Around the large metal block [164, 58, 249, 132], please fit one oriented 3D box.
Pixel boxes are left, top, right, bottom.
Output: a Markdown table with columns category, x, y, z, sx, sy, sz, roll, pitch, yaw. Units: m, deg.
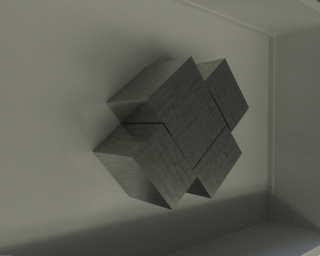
| category | x | y | z | sx | sy | sz | roll | pitch | yaw |
| --- | --- | --- | --- | --- | --- | --- | --- | --- | --- |
| large metal block | 0.061 | -0.042 | 0.423 | 0.050 | 0.080 | 0.080 | -49 | 119 | -29 |

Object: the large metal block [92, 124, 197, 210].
| category | x | y | z | sx | sy | sz | roll | pitch | yaw |
| --- | --- | --- | --- | --- | --- | --- | --- | --- | --- |
| large metal block | -0.018 | 0.041 | 0.357 | 0.050 | 0.080 | 0.080 | -49 | 119 | -29 |

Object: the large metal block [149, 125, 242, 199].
| category | x | y | z | sx | sy | sz | roll | pitch | yaw |
| --- | --- | --- | --- | --- | --- | --- | --- | --- | --- |
| large metal block | 0.048 | 0.040 | 0.412 | 0.080 | 0.080 | 0.050 | -48 | 119 | -30 |

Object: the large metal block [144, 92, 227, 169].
| category | x | y | z | sx | sy | sz | roll | pitch | yaw |
| --- | --- | --- | --- | --- | --- | --- | --- | --- | --- |
| large metal block | 0.022 | 0.002 | 0.391 | 0.080 | 0.080 | 0.050 | -48 | 119 | -30 |

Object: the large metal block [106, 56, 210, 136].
| category | x | y | z | sx | sy | sz | roll | pitch | yaw |
| --- | --- | --- | --- | --- | --- | --- | --- | --- | --- |
| large metal block | -0.002 | -0.037 | 0.369 | 0.080 | 0.080 | 0.050 | -48 | 119 | -30 |
